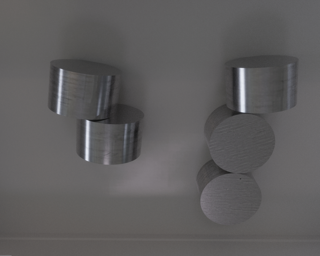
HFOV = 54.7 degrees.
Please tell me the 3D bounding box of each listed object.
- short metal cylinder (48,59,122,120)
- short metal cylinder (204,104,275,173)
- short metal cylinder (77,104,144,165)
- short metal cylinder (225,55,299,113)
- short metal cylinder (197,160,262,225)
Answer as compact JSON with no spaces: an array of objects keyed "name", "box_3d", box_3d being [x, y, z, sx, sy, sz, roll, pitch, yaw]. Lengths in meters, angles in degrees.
[{"name":"short metal cylinder","box_3d":[-0.088,-0.047,0.364,0.081,0.080,0.050,9,110,-4]},{"name":"short metal cylinder","box_3d":[0.101,0.012,0.403,0.081,0.050,0.079,0,110,0]},{"name":"short metal cylinder","box_3d":[-0.062,0.005,0.383,0.081,0.080,0.050,6,110,-2]},{"name":"short metal cylinder","box_3d":[0.118,-0.053,0.363,0.080,0.080,0.050,-6,110,2]},{"name":"short metal cylinder","box_3d":[0.093,0.086,0.430,0.081,0.050,0.079,0,110,0]}]
